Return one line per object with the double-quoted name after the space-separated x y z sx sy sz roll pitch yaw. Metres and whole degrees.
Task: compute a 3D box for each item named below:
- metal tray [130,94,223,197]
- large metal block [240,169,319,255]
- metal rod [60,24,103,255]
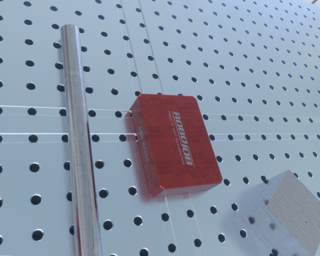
0.020 0.019 0.404 0.091 0.030 0.130 -1 62 -29 "metal tray"
0.167 0.116 0.411 0.080 0.050 0.080 47 51 5 "large metal block"
-0.094 -0.001 0.357 0.025 0.025 0.299 2 61 -27 "metal rod"
